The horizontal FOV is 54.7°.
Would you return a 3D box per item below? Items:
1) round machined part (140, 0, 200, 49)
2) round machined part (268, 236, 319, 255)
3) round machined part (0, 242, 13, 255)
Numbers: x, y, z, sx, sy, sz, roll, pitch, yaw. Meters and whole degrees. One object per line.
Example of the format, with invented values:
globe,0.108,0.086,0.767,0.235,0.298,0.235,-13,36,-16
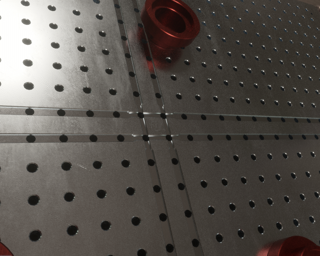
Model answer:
round machined part,0.013,-0.170,0.510,0.099,0.042,0.098,14,56,-21
round machined part,0.187,0.185,0.387,0.099,0.042,0.098,14,56,-21
round machined part,-0.158,0.131,0.232,0.099,0.042,0.098,14,56,-21
